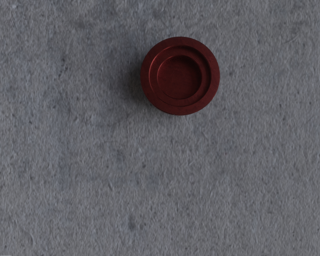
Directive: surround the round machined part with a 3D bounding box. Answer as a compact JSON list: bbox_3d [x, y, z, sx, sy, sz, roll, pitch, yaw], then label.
[{"bbox_3d":[0.025,-0.064,0.402,0.099,0.042,0.097,0,90,-1],"label":"round machined part"}]
